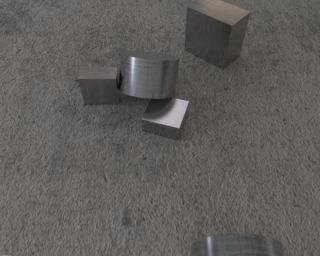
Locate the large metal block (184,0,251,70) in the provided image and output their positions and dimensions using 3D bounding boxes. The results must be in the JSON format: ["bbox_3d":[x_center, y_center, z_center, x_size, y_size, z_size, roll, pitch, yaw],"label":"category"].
[{"bbox_3d":[0.088,-0.154,0.497,0.080,0.080,0.050,34,58,25],"label":"large metal block"}]

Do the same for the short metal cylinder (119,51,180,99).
[{"bbox_3d":[-0.016,-0.075,0.429,0.081,0.050,0.080,6,20,-2],"label":"short metal cylinder"}]

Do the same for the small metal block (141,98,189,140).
[{"bbox_3d":[0.008,-0.016,0.417,0.050,0.025,0.050,14,51,11],"label":"small metal block"}]

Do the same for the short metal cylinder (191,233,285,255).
[{"bbox_3d":[0.067,0.128,0.260,0.080,0.080,0.050,2,50,1],"label":"short metal cylinder"}]

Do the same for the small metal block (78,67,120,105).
[{"bbox_3d":[-0.083,-0.059,0.436,0.050,0.050,0.025,0,50,0],"label":"small metal block"}]
